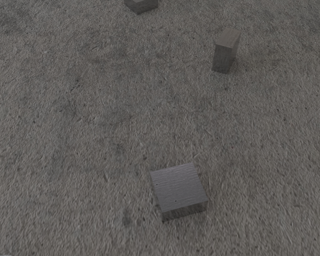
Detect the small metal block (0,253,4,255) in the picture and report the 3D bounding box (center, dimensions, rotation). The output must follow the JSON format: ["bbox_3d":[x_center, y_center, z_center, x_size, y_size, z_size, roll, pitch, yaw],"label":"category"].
[{"bbox_3d":[-0.150,0.141,0.267,0.050,0.050,0.025,-30,56,-23],"label":"small metal block"}]

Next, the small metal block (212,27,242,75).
[{"bbox_3d":[0.105,-0.122,0.490,0.025,0.050,0.050,20,53,16],"label":"small metal block"}]

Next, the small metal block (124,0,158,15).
[{"bbox_3d":[-0.038,-0.255,0.617,0.050,0.025,0.050,-28,56,-22],"label":"small metal block"}]

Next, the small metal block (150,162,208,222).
[{"bbox_3d":[0.020,0.070,0.344,0.050,0.025,0.050,-12,51,-10],"label":"small metal block"}]
